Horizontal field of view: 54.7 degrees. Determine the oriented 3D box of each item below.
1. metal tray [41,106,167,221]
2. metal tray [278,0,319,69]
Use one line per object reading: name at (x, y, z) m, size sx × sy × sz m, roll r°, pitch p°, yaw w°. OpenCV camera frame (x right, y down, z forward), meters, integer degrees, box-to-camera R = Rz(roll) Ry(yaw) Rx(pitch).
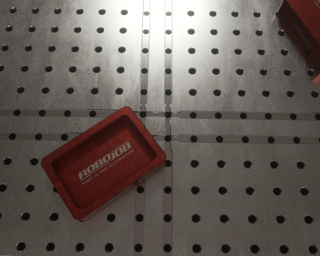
metal tray at (-0.069, 0.043, 0.392) m, size 0.131 × 0.030 × 0.090 m, roll -34°, pitch 74°, yaw -12°
metal tray at (0.254, -0.156, 0.469) m, size 0.091 × 0.030 × 0.130 m, roll -23°, pitch 72°, yaw -9°
